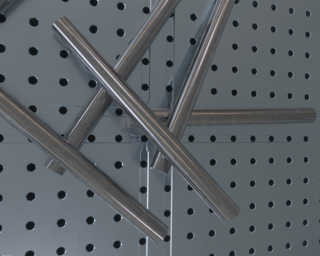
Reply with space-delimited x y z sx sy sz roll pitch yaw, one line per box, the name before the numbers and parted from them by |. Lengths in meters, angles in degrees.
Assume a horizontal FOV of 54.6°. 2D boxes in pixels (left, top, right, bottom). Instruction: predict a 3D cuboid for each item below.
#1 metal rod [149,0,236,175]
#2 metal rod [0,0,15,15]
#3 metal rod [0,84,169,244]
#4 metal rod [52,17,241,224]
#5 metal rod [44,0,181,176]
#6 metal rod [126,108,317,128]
metal rod | 0.053 -0.082 0.413 0.025 0.025 0.300 28 74 -18
metal rod | -0.245 -0.062 0.322 0.025 0.025 0.300 42 77 -15
metal rod | -0.105 0.030 0.346 0.300 0.025 0.025 43 77 -12
metal rod | -0.019 -0.012 0.359 0.025 0.025 0.300 -41 86 -15
metal rod | -0.048 -0.075 0.394 0.025 0.025 0.300 35 79 -17
metal rod | 0.101 -0.017 0.449 0.302 0.025 0.025 -2 91 -20
